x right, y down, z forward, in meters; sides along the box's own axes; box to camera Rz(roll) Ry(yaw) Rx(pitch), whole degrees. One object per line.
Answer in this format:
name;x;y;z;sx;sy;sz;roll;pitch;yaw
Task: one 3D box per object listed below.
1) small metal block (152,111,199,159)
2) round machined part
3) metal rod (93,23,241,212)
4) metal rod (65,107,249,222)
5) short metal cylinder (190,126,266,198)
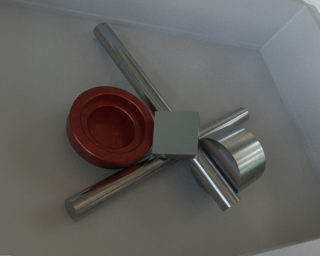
small metal block;0.020;0.008;0.358;0.050;0.025;0.050;1;74;10
round machined part;-0.059;0.003;0.361;0.099;0.042;0.098;14;56;-21
metal rod;-0.002;-0.027;0.398;0.025;0.025;0.299;-21;66;-36
metal rod;0.021;0.030;0.398;0.302;0.025;0.025;-25;76;-37
short metal cylinder;0.083;0.042;0.389;0.050;0.080;0.080;-22;74;-36
